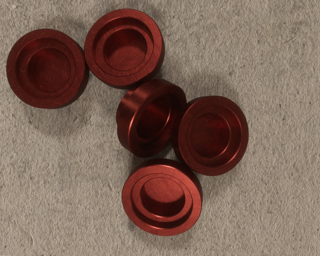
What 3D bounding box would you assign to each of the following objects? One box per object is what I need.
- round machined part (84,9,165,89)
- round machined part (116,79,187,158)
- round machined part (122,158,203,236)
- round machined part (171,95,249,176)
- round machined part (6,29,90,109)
[{"bbox_3d":[-0.042,-0.096,0.394,0.098,0.042,0.097,-1,82,9],"label":"round machined part"},{"bbox_3d":[-0.015,-0.015,0.383,0.042,0.098,0.098,32,90,34],"label":"round machined part"},{"bbox_3d":[0.005,0.083,0.391,0.098,0.042,0.097,3,108,10],"label":"round machined part"},{"bbox_3d":[0.059,0.008,0.392,0.099,0.042,0.097,-1,94,-22],"label":"round machined part"},{"bbox_3d":[-0.138,-0.073,0.397,0.099,0.042,0.097,0,91,4],"label":"round machined part"}]
